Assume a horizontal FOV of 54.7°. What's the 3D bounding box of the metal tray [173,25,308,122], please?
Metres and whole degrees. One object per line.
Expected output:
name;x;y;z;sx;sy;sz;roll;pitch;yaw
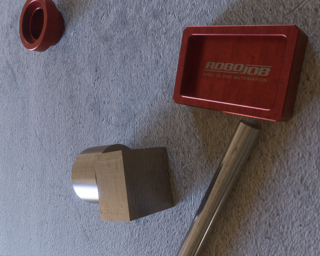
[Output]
metal tray;0.079;-0.062;0.334;0.130;0.030;0.089;14;99;38

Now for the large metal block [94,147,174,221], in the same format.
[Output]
large metal block;-0.032;0.068;0.393;0.050;0.081;0.080;-12;82;39

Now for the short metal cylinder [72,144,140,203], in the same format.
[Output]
short metal cylinder;-0.073;0.064;0.427;0.050;0.081;0.080;-9;84;39

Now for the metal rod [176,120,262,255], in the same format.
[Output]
metal rod;0.043;0.130;0.367;0.025;0.025;0.298;33;110;35

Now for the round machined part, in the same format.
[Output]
round machined part;-0.213;-0.188;0.566;0.098;0.042;0.097;0;90;39
